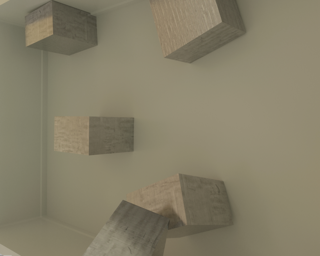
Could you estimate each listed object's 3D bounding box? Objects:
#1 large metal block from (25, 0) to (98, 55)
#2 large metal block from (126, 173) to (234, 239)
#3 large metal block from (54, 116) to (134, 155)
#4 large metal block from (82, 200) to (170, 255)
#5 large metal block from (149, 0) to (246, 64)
[{"bbox_3d":[-0.160,-0.158,0.503,0.080,0.081,0.050,-5,87,40],"label":"large metal block"},{"bbox_3d":[0.021,0.091,0.347,0.080,0.080,0.050,-29,58,36],"label":"large metal block"},{"bbox_3d":[-0.095,0.009,0.450,0.080,0.081,0.050,2,91,40],"label":"large metal block"},{"bbox_3d":[-0.033,0.130,0.288,0.050,0.080,0.079,18,125,15],"label":"large metal block"},{"bbox_3d":[0.040,-0.131,0.355,0.080,0.050,0.080,-23,76,40],"label":"large metal block"}]
